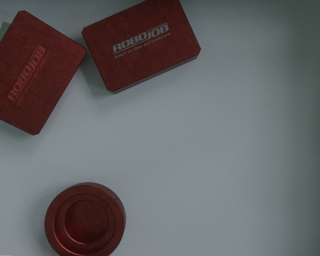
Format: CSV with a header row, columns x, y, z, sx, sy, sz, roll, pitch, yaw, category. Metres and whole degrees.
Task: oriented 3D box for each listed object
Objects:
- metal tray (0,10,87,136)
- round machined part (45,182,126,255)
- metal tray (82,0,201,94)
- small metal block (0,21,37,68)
x,y,z,sx,sy,sz,roll,pitch,yaw,category
-0.165,-0.067,0.393,0.090,0.030,0.130,31,90,-19,metal tray
-0.093,0.119,0.402,0.099,0.042,0.097,0,90,-1,round machined part
-0.024,-0.111,0.409,0.131,0.030,0.090,-24,90,-1,metal tray
-0.185,-0.106,0.409,0.050,0.025,0.050,17,90,-1,small metal block
